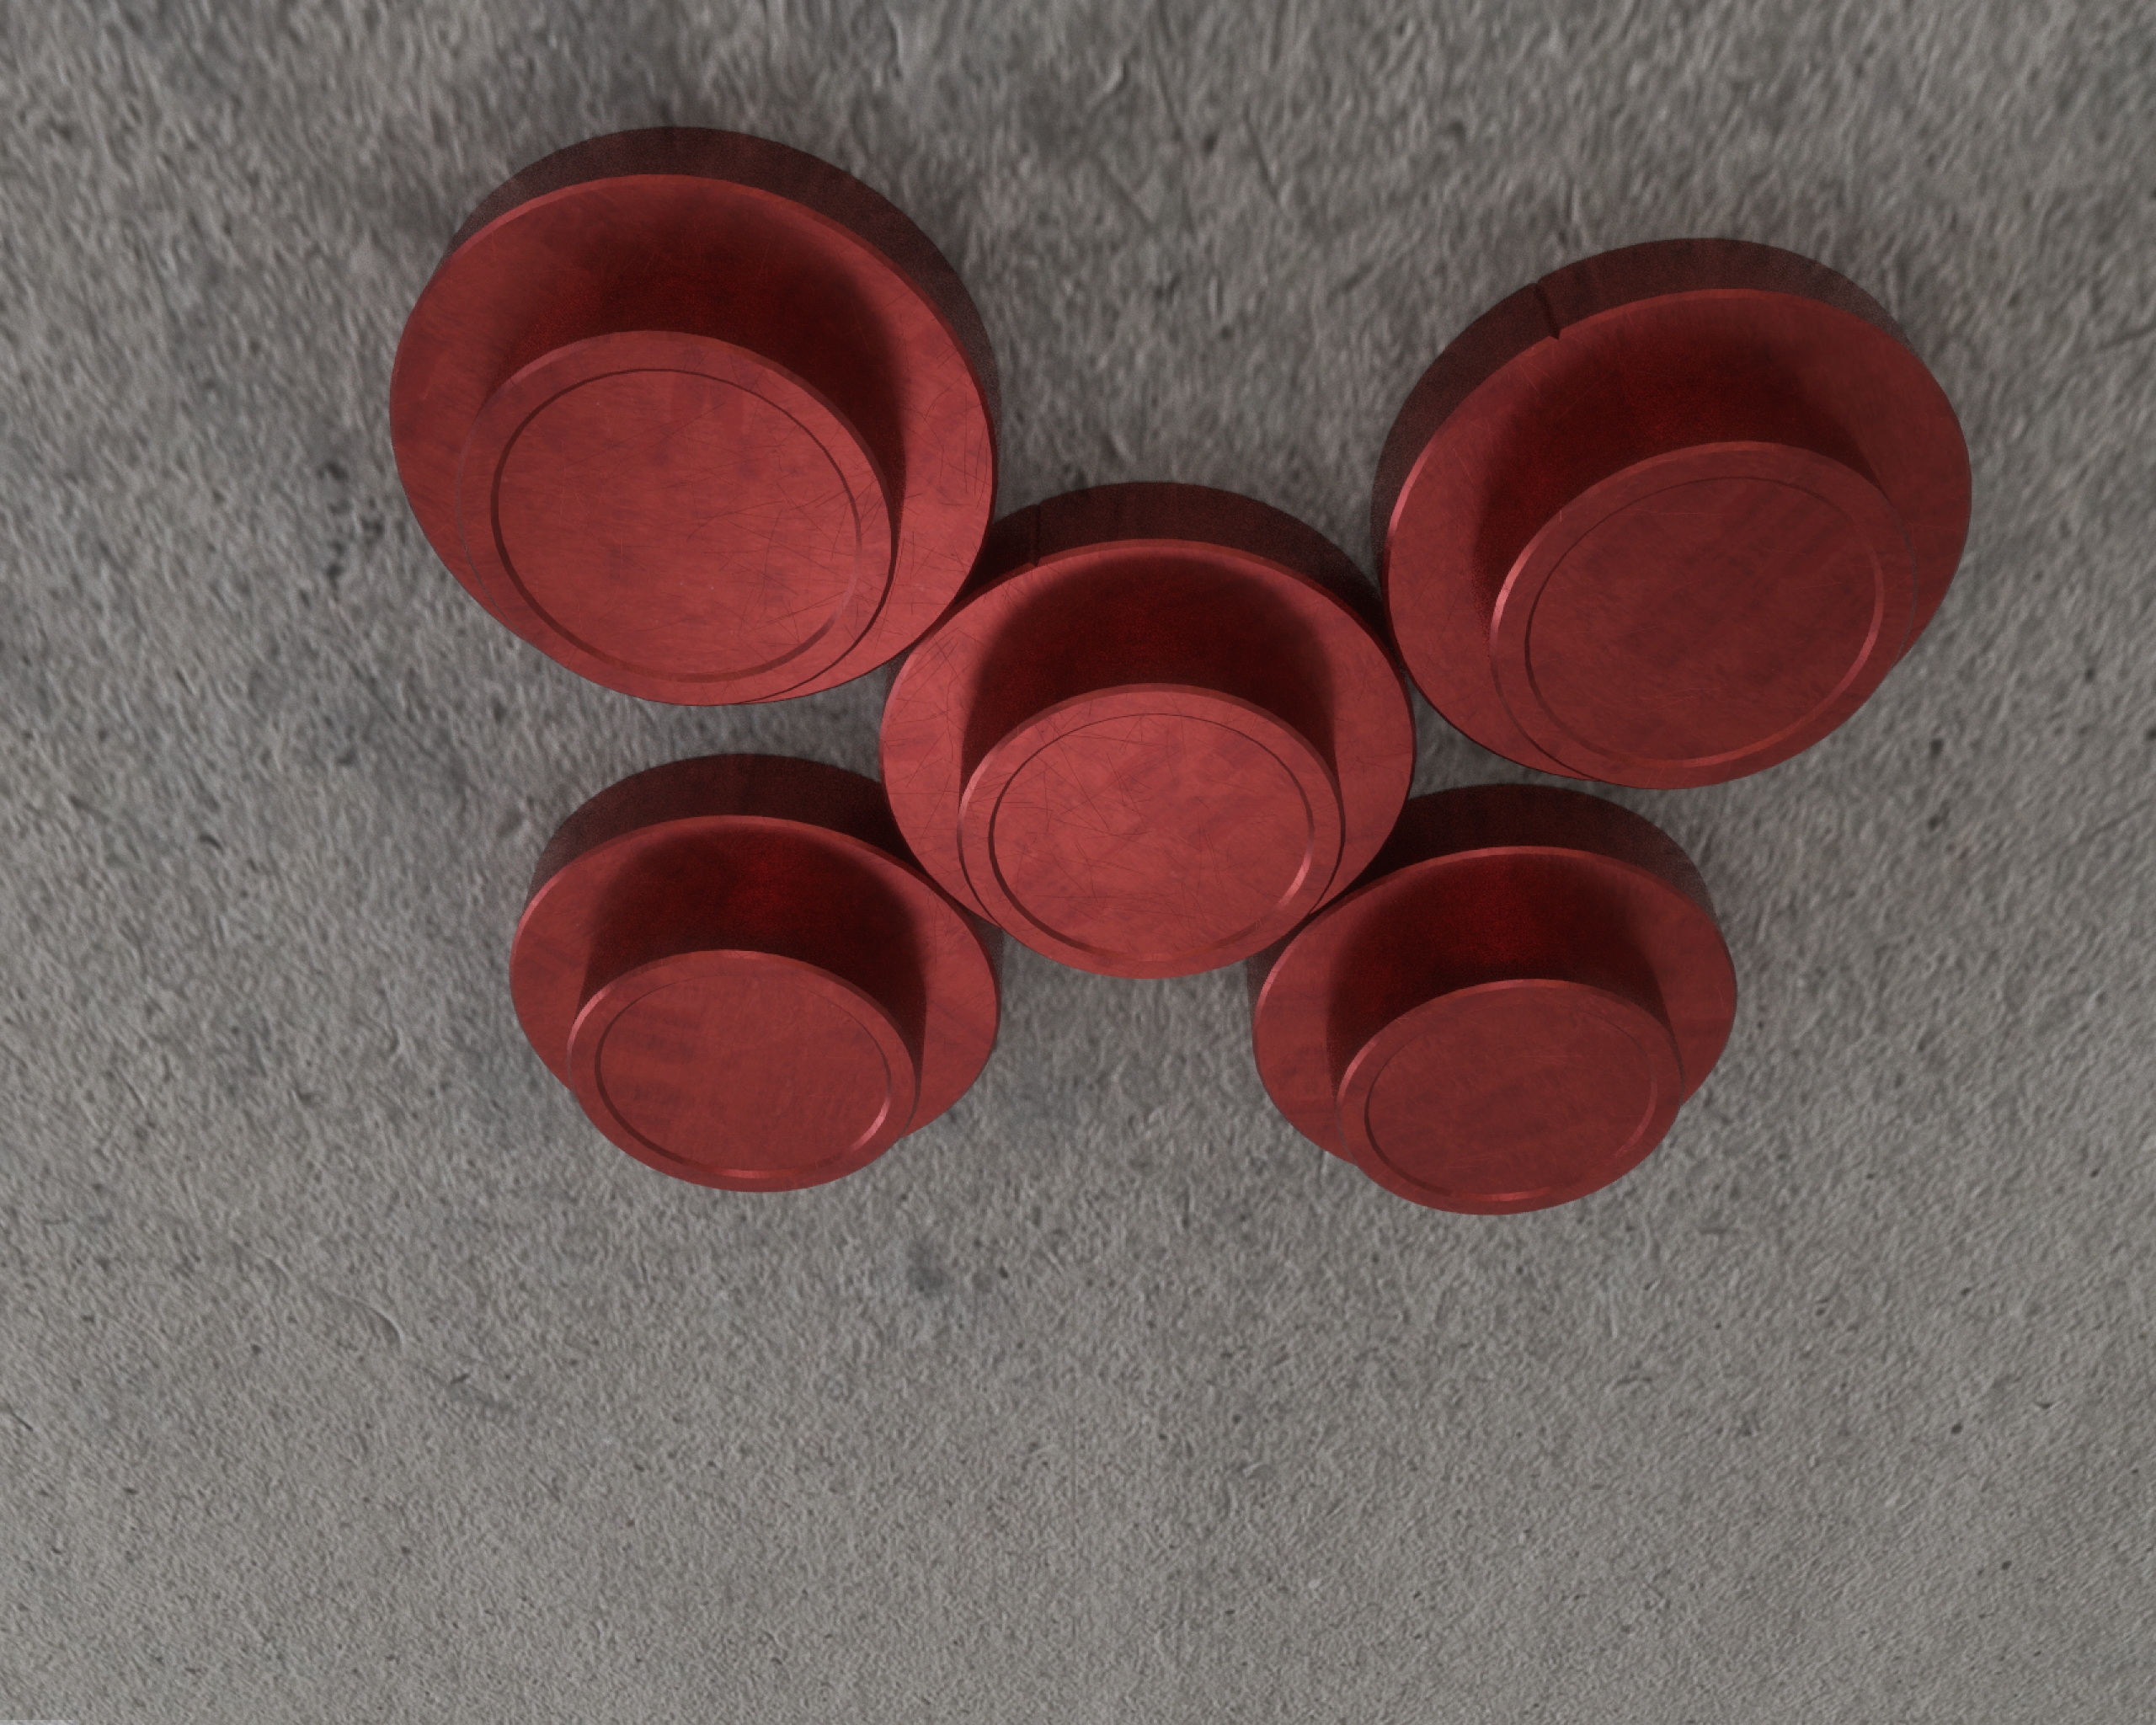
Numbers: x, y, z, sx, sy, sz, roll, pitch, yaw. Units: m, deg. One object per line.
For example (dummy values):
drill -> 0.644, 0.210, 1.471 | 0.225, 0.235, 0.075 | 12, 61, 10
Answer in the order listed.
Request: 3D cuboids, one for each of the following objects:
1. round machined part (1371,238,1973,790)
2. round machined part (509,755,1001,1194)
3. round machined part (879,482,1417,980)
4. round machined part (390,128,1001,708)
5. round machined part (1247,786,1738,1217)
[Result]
round machined part -> 0.101, -0.051, 0.353 | 0.099, 0.042, 0.097 | 0, 130, 0
round machined part -> -0.065, 0.029, 0.420 | 0.099, 0.042, 0.097 | 0, 130, 0
round machined part -> 0.013, -0.017, 0.382 | 0.099, 0.042, 0.097 | 0, 130, 0
round machined part -> -0.062, -0.064, 0.341 | 0.099, 0.042, 0.097 | 0, 130, 0
round machined part -> 0.085, 0.035, 0.426 | 0.099, 0.042, 0.097 | 0, 130, 0
